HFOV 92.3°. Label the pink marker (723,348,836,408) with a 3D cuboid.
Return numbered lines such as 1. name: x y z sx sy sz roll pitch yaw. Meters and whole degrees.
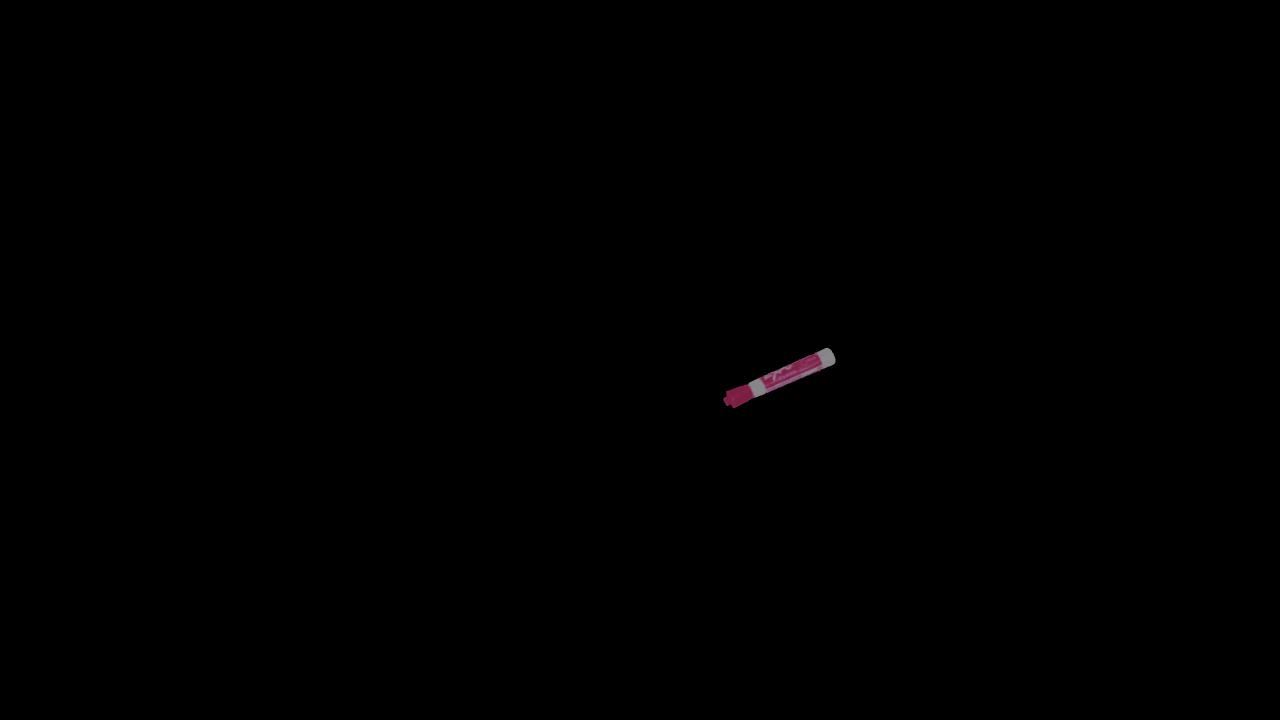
1. pink marker: 0.141 0.019 0.628 0.121 0.020 0.020 -23 2 -5
